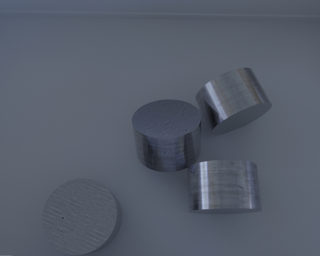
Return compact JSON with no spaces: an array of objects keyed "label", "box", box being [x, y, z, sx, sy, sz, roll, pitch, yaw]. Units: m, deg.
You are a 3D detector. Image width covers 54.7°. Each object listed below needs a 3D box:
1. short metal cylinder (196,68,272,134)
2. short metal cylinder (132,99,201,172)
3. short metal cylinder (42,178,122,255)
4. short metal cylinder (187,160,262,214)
[{"label":"short metal cylinder","box":[0.092,-0.032,0.393,0.080,0.080,0.050,-20,72,-8]},{"label":"short metal cylinder","box":[0.009,0.007,0.375,0.080,0.050,0.080,-3,36,2]},{"label":"short metal cylinder","box":[-0.087,0.102,0.358,0.081,0.050,0.080,0,70,0]},{"label":"short metal cylinder","box":[0.073,0.070,0.356,0.081,0.080,0.050,0,70,0]}]
